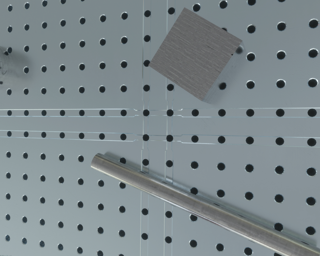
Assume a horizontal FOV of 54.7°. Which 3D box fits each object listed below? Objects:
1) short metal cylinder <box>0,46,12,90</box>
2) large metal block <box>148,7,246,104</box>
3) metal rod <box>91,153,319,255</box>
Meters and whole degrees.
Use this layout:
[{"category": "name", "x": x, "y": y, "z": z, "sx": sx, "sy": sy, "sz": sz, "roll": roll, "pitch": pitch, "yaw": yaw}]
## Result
[{"category": "short metal cylinder", "x": -0.291, "y": -0.101, "z": 0.502, "sx": 0.080, "sy": 0.050, "sz": 0.079, "roll": 0, "pitch": 90, "yaw": 20}, {"category": "large metal block", "x": 0.047, "y": -0.086, "z": 0.383, "sx": 0.080, "sy": 0.050, "sz": 0.080, "roll": 36, "pitch": 102, "yaw": 16}, {"category": "metal rod", "x": 0.042, "y": 0.098, "z": 0.397, "sx": 0.301, "sy": 0.025, "sz": 0.025, "roll": 21, "pitch": 97, "yaw": 18}]
